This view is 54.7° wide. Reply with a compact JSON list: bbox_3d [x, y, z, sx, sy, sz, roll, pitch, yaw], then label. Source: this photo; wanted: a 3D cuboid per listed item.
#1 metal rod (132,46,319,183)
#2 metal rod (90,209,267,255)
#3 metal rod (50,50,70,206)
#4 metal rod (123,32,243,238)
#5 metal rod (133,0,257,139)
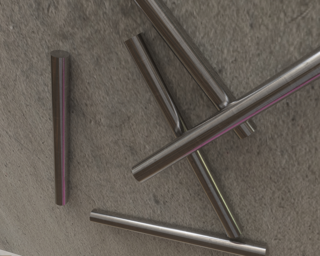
[{"bbox_3d":[0.082,-0.017,0.322,0.299,0.025,0.025,-34,99,28],"label":"metal rod"},{"bbox_3d":[0.015,0.167,0.500,0.301,0.025,0.025,3,120,26],"label":"metal rod"},{"bbox_3d":[-0.160,0.019,0.500,0.025,0.025,0.298,23,127,14],"label":"metal rod"},{"bbox_3d":[0.038,0.021,0.398,0.025,0.025,0.299,-17,110,34],"label":"metal rod"},{"bbox_3d":[0.007,-0.110,0.333,0.025,0.025,0.300,-32,101,38],"label":"metal rod"}]
